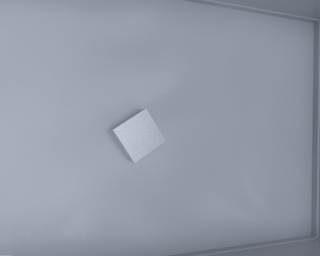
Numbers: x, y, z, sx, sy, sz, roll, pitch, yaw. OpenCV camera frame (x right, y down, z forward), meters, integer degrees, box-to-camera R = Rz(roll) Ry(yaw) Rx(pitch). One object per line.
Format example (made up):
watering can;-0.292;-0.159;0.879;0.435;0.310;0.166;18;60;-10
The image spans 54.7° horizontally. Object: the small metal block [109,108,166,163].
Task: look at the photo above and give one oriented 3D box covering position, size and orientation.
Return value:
small metal block;-0.029;0.010;0.401;0.050;0.025;0.050;-34;102;-17
